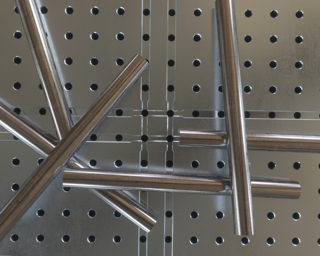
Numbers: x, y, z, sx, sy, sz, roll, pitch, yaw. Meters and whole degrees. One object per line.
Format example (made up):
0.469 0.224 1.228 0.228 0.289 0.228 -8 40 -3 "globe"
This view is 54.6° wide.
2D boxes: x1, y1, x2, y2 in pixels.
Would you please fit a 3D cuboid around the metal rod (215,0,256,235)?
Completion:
0.094 -0.021 0.393 0.025 0.025 0.299 -3 82 0 "metal rod"

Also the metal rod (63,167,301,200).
0.032 0.072 0.399 0.302 0.025 0.025 4 90 -6 "metal rod"

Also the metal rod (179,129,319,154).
0.176 0.020 0.414 0.302 0.025 0.025 2 90 0 "metal rod"

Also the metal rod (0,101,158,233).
-0.131 0.040 0.412 0.300 0.025 0.025 36 90 0 "metal rod"

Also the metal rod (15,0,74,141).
-0.166 -0.126 0.412 0.025 0.025 0.299 -17 90 0 "metal rod"

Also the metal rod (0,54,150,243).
-0.116 0.025 0.389 0.025 0.025 0.300 39 81 0 "metal rod"
